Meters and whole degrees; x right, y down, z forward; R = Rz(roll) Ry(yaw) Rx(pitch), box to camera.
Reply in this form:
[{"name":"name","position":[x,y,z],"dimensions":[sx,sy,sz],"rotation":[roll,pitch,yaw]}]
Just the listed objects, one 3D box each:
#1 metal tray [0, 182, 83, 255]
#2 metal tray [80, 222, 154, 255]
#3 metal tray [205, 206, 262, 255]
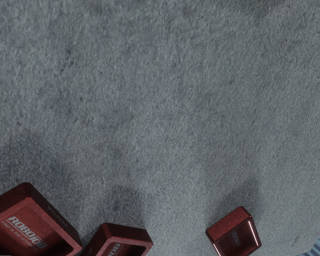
[{"name":"metal tray","position":[-0.171,0.138,0.396],"dimensions":[0.090,0.030,0.130],"rotation":[-31,129,-9]},{"name":"metal tray","position":[-0.082,0.214,0.492],"dimensions":[0.090,0.030,0.129],"rotation":[25,104,-37]},{"name":"metal tray","position":[0.152,0.225,0.629],"dimensions":[0.090,0.030,0.130],"rotation":[-33,129,-7]}]
